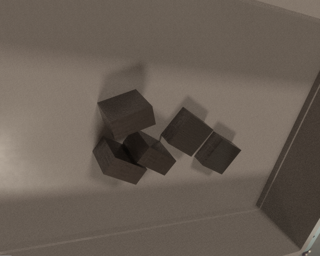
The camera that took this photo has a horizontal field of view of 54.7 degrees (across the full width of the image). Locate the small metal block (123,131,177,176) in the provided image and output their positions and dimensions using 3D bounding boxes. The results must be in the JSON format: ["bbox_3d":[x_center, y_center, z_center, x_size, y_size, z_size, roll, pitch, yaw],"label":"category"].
[{"bbox_3d":[-0.014,0.031,0.405,0.050,0.050,0.025,31,101,-38],"label":"small metal block"}]

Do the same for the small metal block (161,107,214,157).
[{"bbox_3d":[0.038,0.006,0.435,0.050,0.025,0.050,32,100,-39],"label":"small metal block"}]

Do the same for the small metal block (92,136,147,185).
[{"bbox_3d":[-0.051,0.041,0.391,0.050,0.050,0.025,27,103,-38],"label":"small metal block"}]

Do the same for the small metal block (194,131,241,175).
[{"bbox_3d":[0.091,0.040,0.485,0.050,0.025,0.050,28,103,-38],"label":"small metal block"}]

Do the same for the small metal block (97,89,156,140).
[{"bbox_3d":[-0.040,-0.017,0.361,0.050,0.050,0.025,-22,127,-16],"label":"small metal block"}]
